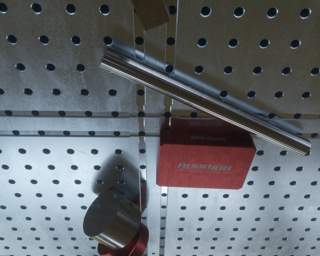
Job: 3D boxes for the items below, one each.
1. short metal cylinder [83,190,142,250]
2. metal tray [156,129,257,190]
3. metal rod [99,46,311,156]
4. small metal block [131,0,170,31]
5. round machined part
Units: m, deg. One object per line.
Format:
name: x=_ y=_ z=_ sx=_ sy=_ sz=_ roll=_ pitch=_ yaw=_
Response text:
short metal cylinder: x=-0.077 y=0.147 z=0.500 sx=0.080 sy=0.080 sz=0.050 roll=-31 pitch=124 yaw=23
metal tray: x=0.062 y=0.048 z=0.450 sx=0.131 sy=0.030 sz=0.089 roll=3 pitch=130 yaw=-3
metal rod: x=0.070 y=-0.026 z=0.390 sx=0.302 sy=0.025 sz=0.025 roll=22 pitch=127 yaw=-18
small metal block: x=-0.012 y=-0.127 z=0.287 sx=0.025 sy=0.050 sz=0.050 roll=-18 pitch=128 yaw=14
round machined part: x=-0.069 y=0.197 z=0.532 sx=0.098 sy=0.098 sz=0.042 roll=-35 pitch=113 yaw=26
